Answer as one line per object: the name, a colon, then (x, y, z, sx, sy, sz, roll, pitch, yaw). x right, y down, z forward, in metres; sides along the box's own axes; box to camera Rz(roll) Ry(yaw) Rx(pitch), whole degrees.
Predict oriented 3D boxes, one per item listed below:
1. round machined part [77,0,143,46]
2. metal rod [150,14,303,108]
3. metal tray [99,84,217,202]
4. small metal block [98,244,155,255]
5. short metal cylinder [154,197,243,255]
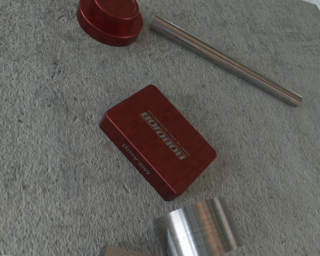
round machined part: (-0.070, -0.173, 0.462, 0.099, 0.042, 0.098, 14, 56, -21)
metal rod: (0.122, -0.111, 0.539, 0.302, 0.025, 0.025, 25, 53, -13)
metal tray: (0.000, 0.015, 0.393, 0.130, 0.030, 0.091, 48, 51, 5)
small metal block: (-0.036, 0.145, 0.297, 0.050, 0.025, 0.050, 21, 54, -16)
short metal cylinder: (0.039, 0.110, 0.324, 0.081, 0.080, 0.050, -6, 65, -31)
